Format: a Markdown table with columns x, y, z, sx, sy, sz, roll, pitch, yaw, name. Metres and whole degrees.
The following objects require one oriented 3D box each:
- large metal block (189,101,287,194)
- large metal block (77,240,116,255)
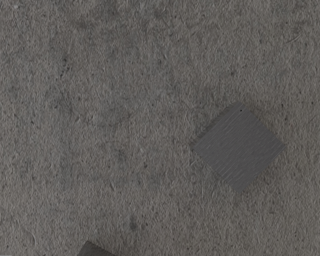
| x | y | z | sx | sy | sz | roll | pitch | yaw | name |
| --- | --- | --- | --- | --- | --- | --- | --- | --- | --- |
| 0.096 | 0.023 | 0.398 | 0.080 | 0.050 | 0.080 | 45 | 90 | 0 | large metal block |
| -0.076 | 0.194 | 0.382 | 0.080 | 0.080 | 0.050 | 28 | 90 | 0 | large metal block |
